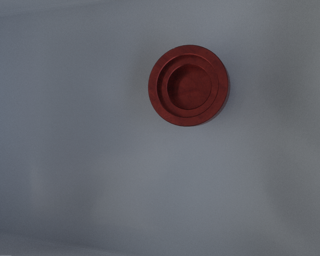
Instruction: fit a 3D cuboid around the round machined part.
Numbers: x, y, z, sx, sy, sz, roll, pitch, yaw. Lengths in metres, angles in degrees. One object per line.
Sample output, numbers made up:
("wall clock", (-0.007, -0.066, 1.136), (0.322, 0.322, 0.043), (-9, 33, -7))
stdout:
("round machined part", (0.038, -0.051, 0.387), (0.098, 0.042, 0.097), (0, 90, 19))
